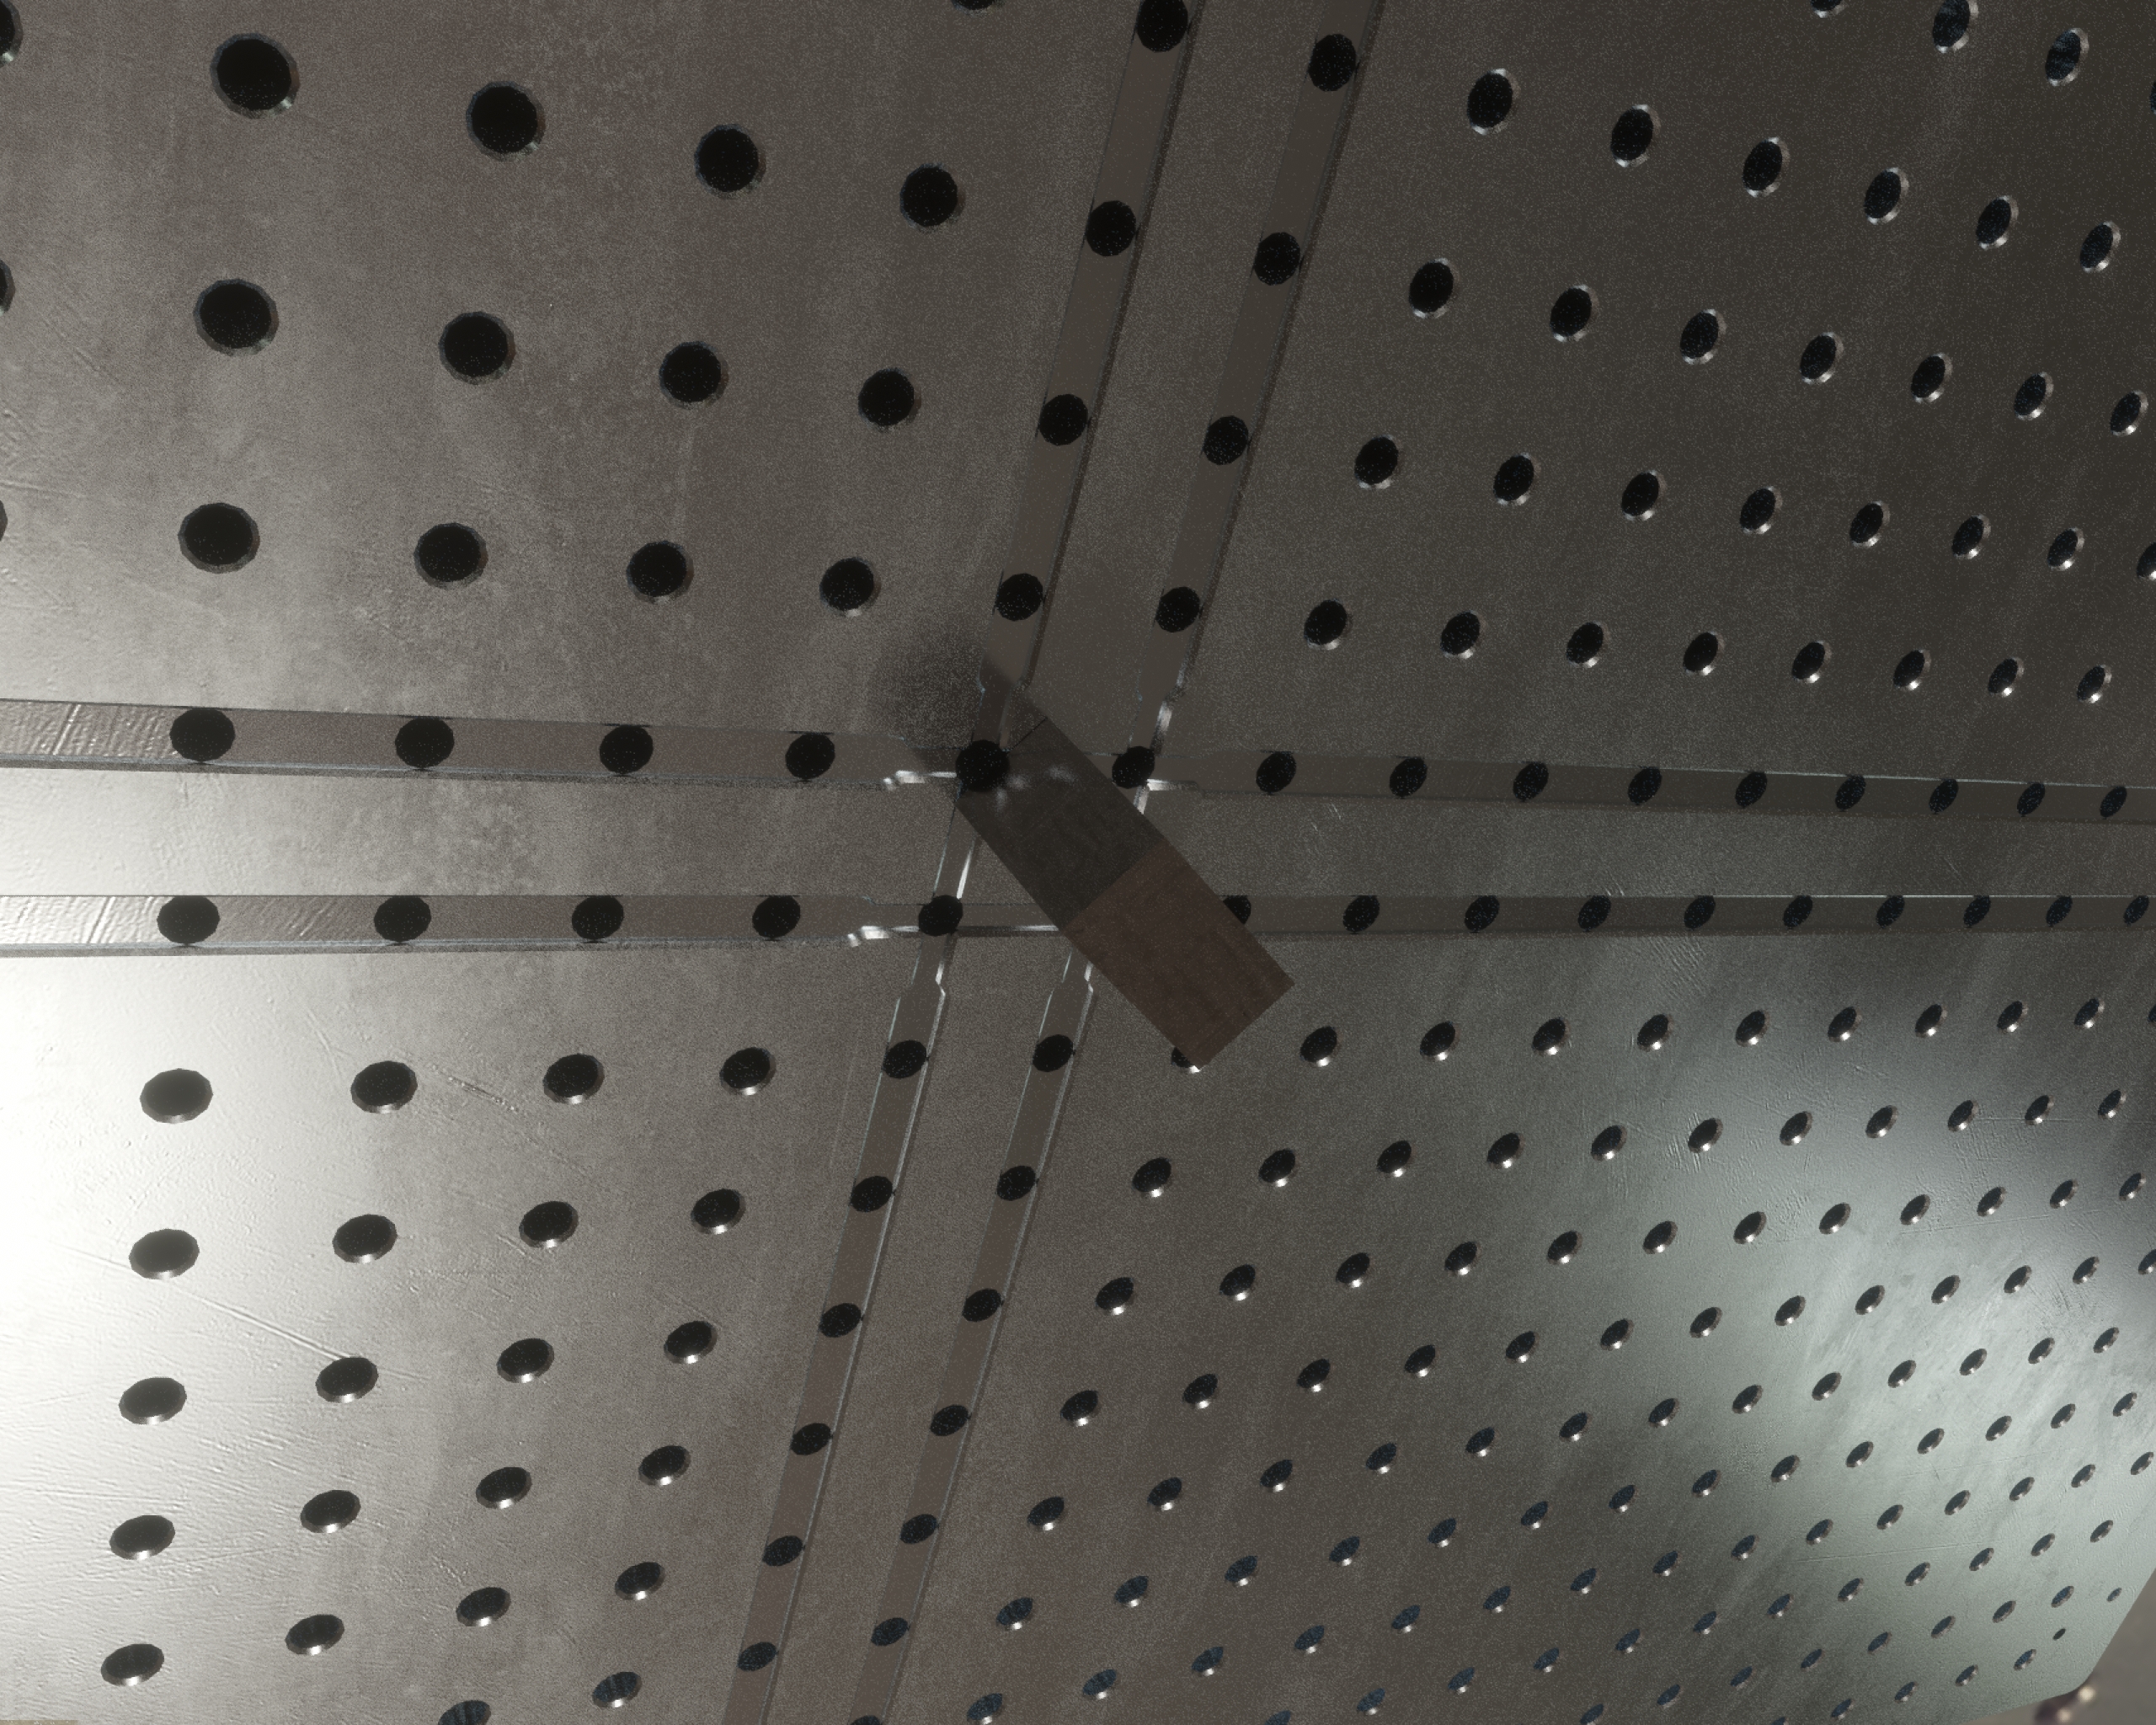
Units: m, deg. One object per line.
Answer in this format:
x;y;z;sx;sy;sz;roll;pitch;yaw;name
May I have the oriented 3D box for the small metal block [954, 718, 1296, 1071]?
0.009;0.006;0.405;0.025;0.050;0.050;-43;130;1;small metal block
